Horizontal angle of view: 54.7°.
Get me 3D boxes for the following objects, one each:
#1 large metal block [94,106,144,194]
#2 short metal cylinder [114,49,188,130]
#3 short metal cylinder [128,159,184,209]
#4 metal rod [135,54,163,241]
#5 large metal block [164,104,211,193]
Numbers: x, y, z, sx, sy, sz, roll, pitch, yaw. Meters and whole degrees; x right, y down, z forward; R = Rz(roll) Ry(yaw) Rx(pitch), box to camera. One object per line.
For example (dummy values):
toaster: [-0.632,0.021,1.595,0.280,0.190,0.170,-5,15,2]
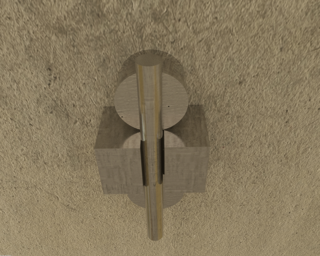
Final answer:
large metal block: [-0.046,0.027,0.395,0.050,0.080,0.079,-1,130,0]
short metal cylinder: [-0.009,-0.043,0.356,0.081,0.050,0.079,0,130,0]
short metal cylinder: [-0.006,0.075,0.457,0.081,0.050,0.079,0,130,0]
metal rod: [-0.009,0.050,0.385,0.025,0.025,0.298,-1,130,0]
large metal block: [0.031,0.025,0.394,0.050,0.080,0.079,-1,130,0]
